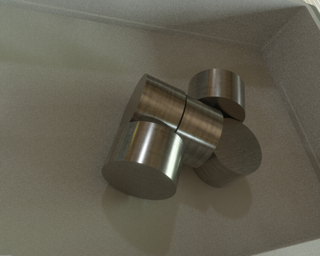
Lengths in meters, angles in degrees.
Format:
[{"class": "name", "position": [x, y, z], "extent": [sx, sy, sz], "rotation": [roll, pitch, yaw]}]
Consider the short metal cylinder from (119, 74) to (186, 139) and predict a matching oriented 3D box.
[{"class": "short metal cylinder", "position": [-0.011, -0.019, 0.375], "extent": [0.050, 0.080, 0.080], "rotation": [23, 53, -15]}]

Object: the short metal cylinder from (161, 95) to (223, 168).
[{"class": "short metal cylinder", "position": [0.035, 0.004, 0.387], "extent": [0.050, 0.080, 0.080], "rotation": [24, 53, -14]}]

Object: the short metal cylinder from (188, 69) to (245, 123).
[{"class": "short metal cylinder", "position": [0.078, -0.037, 0.434], "extent": [0.080, 0.080, 0.050], "rotation": [21, 54, -16]}]

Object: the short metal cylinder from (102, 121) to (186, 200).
[{"class": "short metal cylinder", "position": [-0.016, 0.037, 0.338], "extent": [0.080, 0.080, 0.050], "rotation": [26, 53, -13]}]

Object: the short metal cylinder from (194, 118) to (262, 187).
[{"class": "short metal cylinder", "position": [0.088, 0.033, 0.416], "extent": [0.081, 0.050, 0.080], "rotation": [14, 56, -21]}]
